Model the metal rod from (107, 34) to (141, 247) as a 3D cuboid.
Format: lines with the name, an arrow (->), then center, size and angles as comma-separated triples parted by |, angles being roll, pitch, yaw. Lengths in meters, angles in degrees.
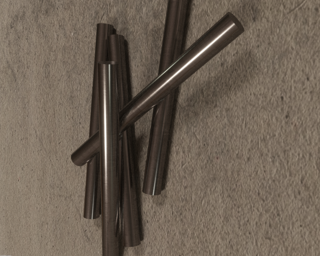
metal rod -> -0.052, 0.015, 0.445 | 0.025, 0.025, 0.298 | -8, 85, 39

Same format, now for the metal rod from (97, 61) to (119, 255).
metal rod -> -0.067, 0.063, 0.412 | 0.025, 0.025, 0.298 | 19, 116, 38

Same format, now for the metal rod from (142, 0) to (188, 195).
metal rod -> 0.009, -0.062, 0.395 | 0.025, 0.025, 0.298 | 13, 98, 39

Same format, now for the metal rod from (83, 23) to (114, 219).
metal rod -> -0.096, -0.008, 0.481 | 0.025, 0.025, 0.298 | 8, 95, 39

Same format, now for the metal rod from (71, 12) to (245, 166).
metal rod -> -0.024, -0.029, 0.388 | 0.299, 0.025, 0.025 | -37, 67, 33
